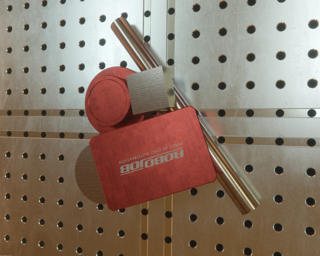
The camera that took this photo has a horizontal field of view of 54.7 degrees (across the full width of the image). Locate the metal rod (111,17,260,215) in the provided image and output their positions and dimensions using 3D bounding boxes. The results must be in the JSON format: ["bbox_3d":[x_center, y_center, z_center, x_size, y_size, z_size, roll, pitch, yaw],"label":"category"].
[{"bbox_3d":[0.026,-0.024,0.400,0.025,0.025,0.299,-38,78,16],"label":"metal rod"}]

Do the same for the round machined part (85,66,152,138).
[{"bbox_3d":[-0.061,-0.035,0.420,0.098,0.042,0.097,0,90,21],"label":"round machined part"}]

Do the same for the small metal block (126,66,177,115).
[{"bbox_3d":[-0.010,-0.046,0.387,0.050,0.025,0.050,-11,89,24],"label":"small metal block"}]

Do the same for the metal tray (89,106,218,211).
[{"bbox_3d":[-0.008,0.036,0.368,0.131,0.030,0.090,-18,84,6],"label":"metal tray"}]

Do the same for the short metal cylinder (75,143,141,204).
[{"bbox_3d":[-0.066,0.057,0.418,0.080,0.050,0.079,0,90,20],"label":"short metal cylinder"}]
